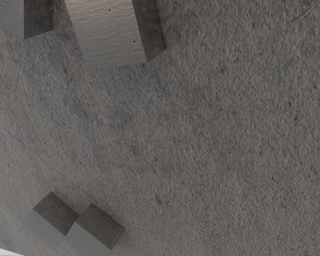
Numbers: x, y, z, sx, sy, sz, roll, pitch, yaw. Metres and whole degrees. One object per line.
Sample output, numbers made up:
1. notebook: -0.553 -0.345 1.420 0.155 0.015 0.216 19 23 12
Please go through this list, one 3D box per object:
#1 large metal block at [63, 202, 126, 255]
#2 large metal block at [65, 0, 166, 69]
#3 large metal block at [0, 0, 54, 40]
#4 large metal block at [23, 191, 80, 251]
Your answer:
1. large metal block: -0.123 0.200 0.579 0.080 0.050 0.080 37 129 3
2. large metal block: -0.047 -0.115 0.344 0.080 0.050 0.080 0 119 28
3. large metal block: -0.181 -0.168 0.382 0.080 0.050 0.079 27 128 11
4. large metal block: -0.216 0.187 0.621 0.080 0.050 0.080 40 129 0
